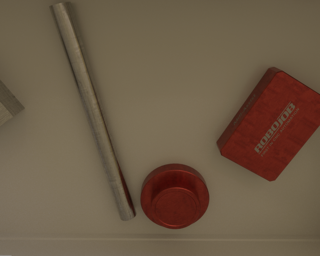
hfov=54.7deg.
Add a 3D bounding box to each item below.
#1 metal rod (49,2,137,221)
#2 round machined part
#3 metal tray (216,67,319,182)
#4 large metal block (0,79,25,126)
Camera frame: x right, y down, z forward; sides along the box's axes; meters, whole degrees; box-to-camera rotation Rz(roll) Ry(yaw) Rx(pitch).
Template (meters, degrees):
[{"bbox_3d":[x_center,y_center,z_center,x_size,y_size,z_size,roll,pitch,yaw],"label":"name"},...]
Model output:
[{"bbox_3d":[-0.081,-0.007,0.407,0.025,0.025,0.298,-13,110,4],"label":"metal rod"},{"bbox_3d":[0.021,0.104,0.441,0.099,0.042,0.097,0,110,-1],"label":"round machined part"},{"bbox_3d":[0.148,-0.003,0.410,0.090,0.030,0.129,29,107,-11],"label":"metal tray"},{"bbox_3d":[-0.232,-0.028,0.378,0.080,0.050,0.080,-35,107,2],"label":"large metal block"}]
